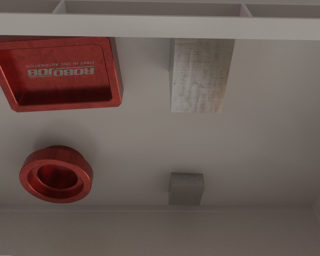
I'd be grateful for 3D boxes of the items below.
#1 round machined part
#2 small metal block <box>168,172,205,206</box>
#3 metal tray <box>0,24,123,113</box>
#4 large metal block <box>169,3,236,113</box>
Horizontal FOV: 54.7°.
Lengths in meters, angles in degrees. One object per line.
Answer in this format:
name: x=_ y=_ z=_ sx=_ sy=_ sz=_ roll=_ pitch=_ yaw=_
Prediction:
round machined part: x=-0.146 y=0.063 z=0.450 sx=0.099 sy=0.042 sz=0.097 roll=-1 pitch=130 yaw=0
small metal block: x=0.041 y=0.098 z=0.493 sx=0.050 sy=0.025 sz=0.050 roll=3 pitch=130 yaw=-4
metal tray: x=-0.113 y=-0.065 z=0.348 sx=0.131 sy=0.030 sz=0.089 roll=-3 pitch=130 yaw=2
large metal block: x=0.037 y=-0.071 z=0.313 sx=0.050 sy=0.080 sz=0.079 roll=1 pitch=130 yaw=-1
